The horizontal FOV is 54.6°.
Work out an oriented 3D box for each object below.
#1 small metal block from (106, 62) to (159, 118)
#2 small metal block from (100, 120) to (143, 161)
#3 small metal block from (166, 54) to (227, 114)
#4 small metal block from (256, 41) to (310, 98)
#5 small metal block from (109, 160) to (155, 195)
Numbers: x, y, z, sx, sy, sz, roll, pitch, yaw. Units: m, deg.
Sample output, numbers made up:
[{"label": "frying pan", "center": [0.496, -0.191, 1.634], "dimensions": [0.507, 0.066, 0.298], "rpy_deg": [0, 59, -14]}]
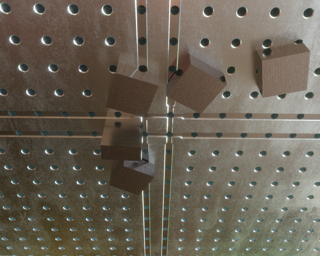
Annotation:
[{"label": "small metal block", "center": [-0.033, -0.045, 0.373], "dimensions": [0.050, 0.025, 0.050], "rpy_deg": [15, 129, -13]}, {"label": "small metal block", "center": [-0.049, 0.016, 0.408], "dimensions": [0.050, 0.050, 0.025], "rpy_deg": [3, 130, -3]}, {"label": "small metal block", "center": [0.042, -0.051, 0.368], "dimensions": [0.050, 0.025, 0.050], "rpy_deg": [25, 126, -20]}, {"label": "small metal block", "center": [0.140, -0.066, 0.356], "dimensions": [0.050, 0.025, 0.050], "rpy_deg": [-10, 130, 8]}, {"label": "small metal block", "center": [-0.043, 0.071, 0.472], "dimensions": [0.050, 0.025, 0.050], "rpy_deg": [23, 126, -19]}]
